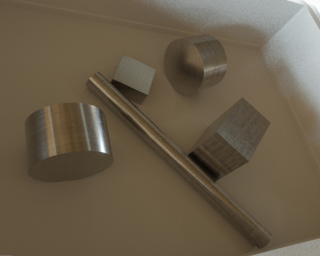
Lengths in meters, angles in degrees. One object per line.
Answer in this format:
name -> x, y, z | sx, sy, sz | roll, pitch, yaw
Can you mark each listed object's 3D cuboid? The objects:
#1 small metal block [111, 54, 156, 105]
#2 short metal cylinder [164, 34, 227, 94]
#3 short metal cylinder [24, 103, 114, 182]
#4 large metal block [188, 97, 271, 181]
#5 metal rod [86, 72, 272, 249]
small metal block -> -0.039, -0.067, 0.427 | 0.050, 0.025, 0.050 | 24, 53, -14
short metal cylinder -> 0.051, -0.094, 0.458 | 0.050, 0.080, 0.080 | -22, 74, -36
short metal cylinder -> -0.091, 0.017, 0.312 | 0.081, 0.080, 0.050 | -1, 63, -29
large metal block -> 0.088, 0.017, 0.409 | 0.050, 0.080, 0.080 | 43, 51, 1
metal rod -> 0.023, 0.040, 0.395 | 0.300, 0.025, 0.025 | 43, 51, 1
